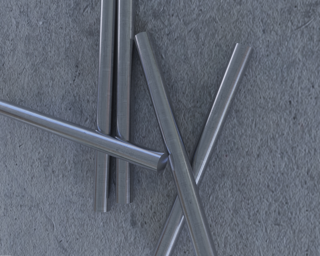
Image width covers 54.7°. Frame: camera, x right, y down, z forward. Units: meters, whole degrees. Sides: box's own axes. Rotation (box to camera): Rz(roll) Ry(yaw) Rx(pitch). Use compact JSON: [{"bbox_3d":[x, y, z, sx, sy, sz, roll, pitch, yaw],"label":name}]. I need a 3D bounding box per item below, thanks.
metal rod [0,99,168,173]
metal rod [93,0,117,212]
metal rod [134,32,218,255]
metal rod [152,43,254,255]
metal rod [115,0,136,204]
[{"bbox_3d":[-0.126,0.004,0.430,0.301,0.025,0.025,16,96,26],"label":"metal rod"},{"bbox_3d":[-0.076,-0.034,0.434,0.025,0.025,0.298,3,91,19],"label":"metal rod"},{"bbox_3d":[0.016,0.017,0.381,0.025,0.025,0.299,-20,76,18],"label":"metal rod"},{"bbox_3d":[0.050,0.041,0.390,0.025,0.025,0.298,23,97,18],"label":"metal rod"},{"bbox_3d":[-0.047,-0.048,0.424,0.025,0.025,0.298,1,90,19],"label":"metal rod"}]
